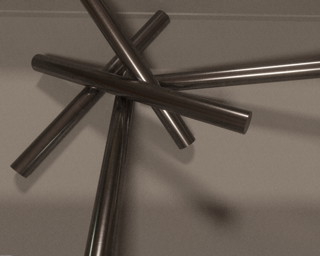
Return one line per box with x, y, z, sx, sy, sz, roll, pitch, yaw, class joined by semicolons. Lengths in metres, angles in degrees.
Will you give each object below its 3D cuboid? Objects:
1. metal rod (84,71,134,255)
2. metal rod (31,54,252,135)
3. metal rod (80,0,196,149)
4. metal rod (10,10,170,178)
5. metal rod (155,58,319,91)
-0.048;0.033;0.329;0.025;0.025;0.300;1;44;0;metal rod
-0.041;-0.049;0.376;0.301;0.025;0.025;18;70;24;metal rod
-0.047;-0.102;0.382;0.025;0.025;0.299;-36;99;-12;metal rod
-0.086;-0.057;0.429;0.025;0.025;0.300;36;73;12;metal rod
0.122;-0.070;0.403;0.301;0.025;0.025;-4;70;11;metal rod
